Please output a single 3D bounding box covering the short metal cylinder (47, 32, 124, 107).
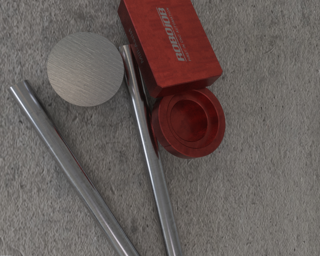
[{"bbox_3d":[-0.083,-0.064,0.357,0.081,0.050,0.079,0,93,-8],"label":"short metal cylinder"}]

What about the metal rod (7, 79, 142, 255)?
[{"bbox_3d":[-0.087,0.079,0.377,0.025,0.025,0.299,-33,101,-17],"label":"metal rod"}]

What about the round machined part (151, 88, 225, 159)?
[{"bbox_3d":[0.033,-0.008,0.405,0.099,0.042,0.098,6,76,-26],"label":"round machined part"}]

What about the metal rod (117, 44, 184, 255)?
[{"bbox_3d":[-0.010,0.042,0.405,0.025,0.025,0.298,-15,95,-20],"label":"metal rod"}]

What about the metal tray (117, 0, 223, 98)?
[{"bbox_3d":[0.011,-0.108,0.385,0.091,0.030,0.130,-16,76,-24],"label":"metal tray"}]
